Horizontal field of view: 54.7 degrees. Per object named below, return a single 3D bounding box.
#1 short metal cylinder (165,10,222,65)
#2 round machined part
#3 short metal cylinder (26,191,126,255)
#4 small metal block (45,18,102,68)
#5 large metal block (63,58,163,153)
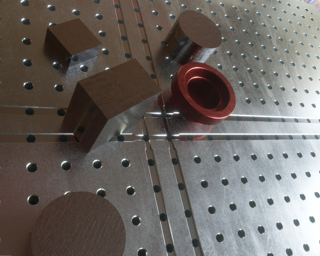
[{"bbox_3d":[0.055,-0.147,0.513,0.081,0.050,0.080,14,56,-21],"label":"short metal cylinder"},{"bbox_3d":[0.060,-0.047,0.460,0.099,0.042,0.098,14,56,-21],"label":"round machined part"},{"bbox_3d":[-0.078,0.105,0.287,0.081,0.050,0.080,14,56,-21],"label":"short metal cylinder"},{"bbox_3d":[-0.116,-0.115,0.417,0.050,0.025,0.050,49,51,6],"label":"small metal block"},{"bbox_3d":[-0.056,-0.026,0.359,0.081,0.080,0.050,-33,81,-38],"label":"large metal block"}]
